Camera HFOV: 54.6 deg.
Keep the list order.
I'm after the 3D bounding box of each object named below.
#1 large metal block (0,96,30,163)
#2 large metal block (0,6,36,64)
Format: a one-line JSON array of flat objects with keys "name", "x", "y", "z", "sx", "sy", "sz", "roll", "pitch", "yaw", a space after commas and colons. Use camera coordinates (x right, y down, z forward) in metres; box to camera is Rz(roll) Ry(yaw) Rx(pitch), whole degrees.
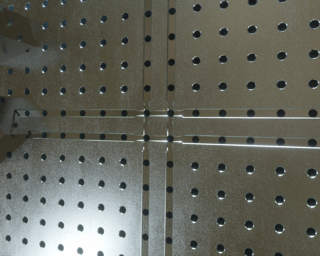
[{"name": "large metal block", "x": -0.272, "y": 0.004, "z": 0.496, "sx": 0.080, "sy": 0.050, "sz": 0.080, "roll": -41, "pitch": 77, "yaw": 15}, {"name": "large metal block", "x": -0.256, "y": -0.142, "z": 0.475, "sx": 0.080, "sy": 0.080, "sz": 0.050, "roll": -18, "pitch": 84, "yaw": 19}]
